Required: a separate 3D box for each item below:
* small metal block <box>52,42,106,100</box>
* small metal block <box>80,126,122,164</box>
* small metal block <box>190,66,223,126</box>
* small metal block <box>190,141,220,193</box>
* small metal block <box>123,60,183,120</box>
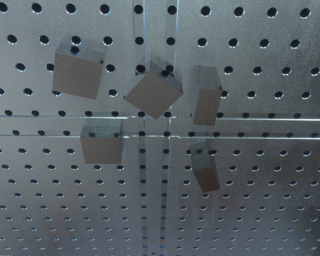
[{"bbox_3d":[-0.093,-0.064,0.355,0.050,0.025,0.050,12,129,-11],"label":"small metal block"},{"bbox_3d":[-0.080,0.024,0.431,0.050,0.025,0.050,0,130,-1],"label":"small metal block"},{"bbox_3d":[0.052,-0.038,0.364,0.025,0.050,0.050,3,130,-3],"label":"small metal block"},{"bbox_3d":[0.064,0.056,0.444,0.025,0.050,0.050,-17,128,13],"label":"small metal block"},{"bbox_3d":[-0.008,-0.045,0.373,0.050,0.025,0.050,32,123,-25],"label":"small metal block"}]
